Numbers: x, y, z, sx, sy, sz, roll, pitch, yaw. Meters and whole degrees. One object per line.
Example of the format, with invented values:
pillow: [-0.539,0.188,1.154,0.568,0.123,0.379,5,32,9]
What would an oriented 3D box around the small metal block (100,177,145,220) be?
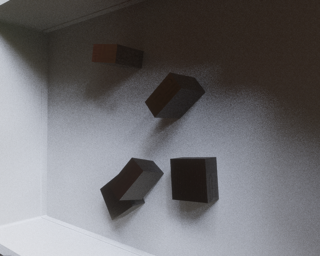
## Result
small metal block: [-0.056,0.099,0.453,0.050,0.025,0.050,-40,66,33]

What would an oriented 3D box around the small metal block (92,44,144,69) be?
small metal block: [-0.060,-0.102,0.440,0.050,0.050,0.025,13,98,39]

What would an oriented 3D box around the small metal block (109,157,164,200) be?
small metal block: [-0.030,0.068,0.409,0.050,0.050,0.025,-51,59,12]

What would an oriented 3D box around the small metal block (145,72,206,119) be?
small metal block: [0.019,-0.038,0.375,0.050,0.050,0.025,-47,62,30]

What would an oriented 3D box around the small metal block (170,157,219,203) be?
small metal block: [0.041,0.061,0.373,0.050,0.025,0.050,-5,87,40]
